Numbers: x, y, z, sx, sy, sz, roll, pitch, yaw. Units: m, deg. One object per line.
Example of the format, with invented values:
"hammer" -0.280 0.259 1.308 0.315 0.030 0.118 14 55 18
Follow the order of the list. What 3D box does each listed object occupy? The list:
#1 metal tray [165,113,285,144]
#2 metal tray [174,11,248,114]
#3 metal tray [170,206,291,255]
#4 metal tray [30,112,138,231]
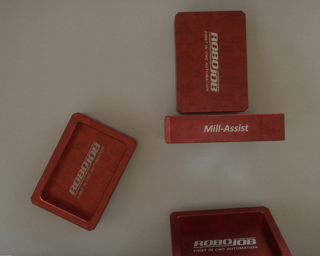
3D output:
"metal tray" 0.071 0.000 0.379 0.131 0.090 0.030 -1 90 0
"metal tray" 0.066 -0.084 0.409 0.091 0.030 0.129 -2 90 0
"metal tray" 0.080 0.140 0.377 0.131 0.090 0.030 -3 117 0
"metal tray" -0.097 0.056 0.407 0.090 0.030 0.130 26 90 0
